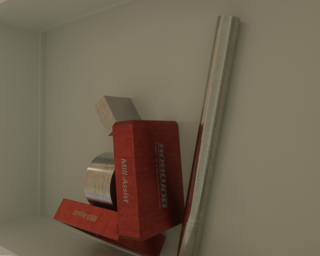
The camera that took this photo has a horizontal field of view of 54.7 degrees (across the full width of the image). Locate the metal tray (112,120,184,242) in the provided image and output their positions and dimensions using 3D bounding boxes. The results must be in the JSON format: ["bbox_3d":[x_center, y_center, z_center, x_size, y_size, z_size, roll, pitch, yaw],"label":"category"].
[{"bbox_3d":[-0.011,0.057,0.370,0.030,0.091,0.129,-7,86,36],"label":"metal tray"}]

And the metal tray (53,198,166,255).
[{"bbox_3d":[-0.069,0.134,0.416,0.130,0.090,0.030,-1,57,41],"label":"metal tray"}]

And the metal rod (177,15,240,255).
[{"bbox_3d":[0.053,0.025,0.361,0.025,0.025,0.298,15,99,39],"label":"metal rod"}]

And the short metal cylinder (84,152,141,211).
[{"bbox_3d":[-0.053,0.073,0.412,0.050,0.081,0.079,0,90,40],"label":"short metal cylinder"}]

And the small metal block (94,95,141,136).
[{"bbox_3d":[-0.057,-0.017,0.435,0.025,0.050,0.050,-43,64,31],"label":"small metal block"}]
